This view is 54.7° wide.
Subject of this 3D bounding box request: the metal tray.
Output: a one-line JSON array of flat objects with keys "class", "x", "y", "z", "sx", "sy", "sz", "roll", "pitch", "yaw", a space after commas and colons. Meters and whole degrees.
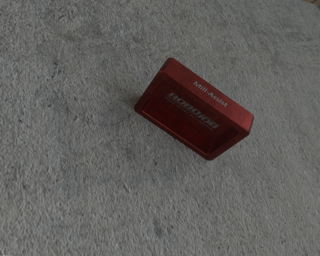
[{"class": "metal tray", "x": 0.041, "y": -0.019, "z": 0.399, "sx": 0.130, "sy": 0.090, "sz": 0.030, "roll": 34, "pitch": 51, "yaw": -6}]
